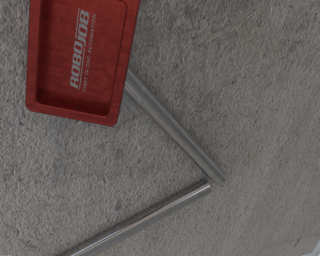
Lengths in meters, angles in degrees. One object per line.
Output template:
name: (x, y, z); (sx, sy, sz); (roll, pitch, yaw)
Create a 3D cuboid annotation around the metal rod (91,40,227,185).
metal rod: (0.017, 0.000, 0.415); (0.025, 0.025, 0.300); (-43, 130, 2)

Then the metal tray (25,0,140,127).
metal tray: (-0.074, -0.072, 0.295); (0.091, 0.030, 0.129); (11, 115, -7)

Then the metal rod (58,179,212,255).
metal rod: (-0.055, 0.157, 0.473); (0.302, 0.025, 0.025); (-25, 128, -13)
